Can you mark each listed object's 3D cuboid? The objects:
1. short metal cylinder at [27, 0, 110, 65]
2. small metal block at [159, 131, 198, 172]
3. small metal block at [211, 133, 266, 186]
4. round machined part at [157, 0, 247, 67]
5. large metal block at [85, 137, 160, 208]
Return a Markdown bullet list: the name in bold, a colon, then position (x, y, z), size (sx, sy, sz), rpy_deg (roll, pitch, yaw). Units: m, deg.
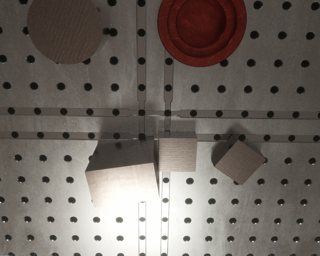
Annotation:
- **short metal cylinder**: position (-0.102, -0.117, 0.356), size (0.081, 0.050, 0.079), rpy_deg (0, 111, -1)
- **small metal block**: position (0.024, 0.032, 0.426), size (0.050, 0.025, 0.050), rpy_deg (0, 110, -1)
- **small metal block**: position (0.109, 0.044, 0.431), size (0.050, 0.025, 0.050), rpy_deg (34, 106, -12)
- **round machined part**: position (0.046, -0.123, 0.360), size (0.099, 0.042, 0.097), rpy_deg (0, 110, -1)
- **large metal block**: position (-0.044, 0.055, 0.404), size (0.080, 0.080, 0.050), rpy_deg (-8, 110, 2)
